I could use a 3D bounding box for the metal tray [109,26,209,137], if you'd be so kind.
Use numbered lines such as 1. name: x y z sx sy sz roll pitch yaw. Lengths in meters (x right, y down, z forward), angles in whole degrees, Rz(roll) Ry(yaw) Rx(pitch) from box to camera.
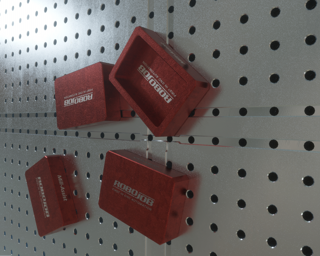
1. metal tray: -0.007 -0.062 0.413 0.130 0.030 0.090 50 119 28

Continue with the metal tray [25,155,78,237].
1. metal tray: -0.205 0.126 0.577 0.090 0.030 0.130 -32 70 35

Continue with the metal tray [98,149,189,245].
1. metal tray: -0.028 0.090 0.431 0.130 0.030 0.089 17 101 38

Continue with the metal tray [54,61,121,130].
1. metal tray: -0.122 -0.048 0.509 0.130 0.030 0.090 -9 85 39
